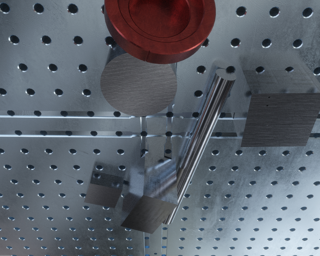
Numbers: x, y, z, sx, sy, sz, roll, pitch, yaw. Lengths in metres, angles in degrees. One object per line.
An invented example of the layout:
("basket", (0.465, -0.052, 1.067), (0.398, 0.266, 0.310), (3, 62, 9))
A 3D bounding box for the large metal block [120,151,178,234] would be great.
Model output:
("large metal block", (-0.016, 0.095, 0.456), (0.050, 0.080, 0.079), (20, 127, -17))

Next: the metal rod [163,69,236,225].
("metal rod", (0.044, 0.049, 0.453), (0.025, 0.025, 0.298), (10, 130, -8))

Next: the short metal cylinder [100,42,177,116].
("short metal cylinder", (-0.022, -0.060, 0.344), (0.081, 0.050, 0.079), (0, 130, 0))

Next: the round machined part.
("round machined part", (-0.002, -0.104, 0.288), (0.099, 0.098, 0.042), (10, 165, -9))

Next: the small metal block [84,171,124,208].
("small metal block", (-0.090, 0.099, 0.495), (0.050, 0.025, 0.050), (15, 129, -13))

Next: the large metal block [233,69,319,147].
("large metal block", (0.139, -0.023, 0.377), (0.081, 0.050, 0.079), (-1, 130, 0))
